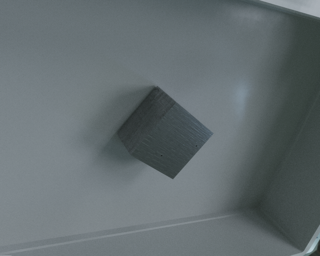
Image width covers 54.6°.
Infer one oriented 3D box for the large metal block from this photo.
[{"bbox_3d":[0.007,0.007,0.396,0.080,0.050,0.080,-49,129,6],"label":"large metal block"}]
